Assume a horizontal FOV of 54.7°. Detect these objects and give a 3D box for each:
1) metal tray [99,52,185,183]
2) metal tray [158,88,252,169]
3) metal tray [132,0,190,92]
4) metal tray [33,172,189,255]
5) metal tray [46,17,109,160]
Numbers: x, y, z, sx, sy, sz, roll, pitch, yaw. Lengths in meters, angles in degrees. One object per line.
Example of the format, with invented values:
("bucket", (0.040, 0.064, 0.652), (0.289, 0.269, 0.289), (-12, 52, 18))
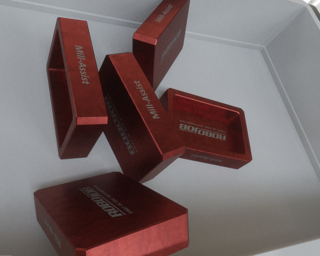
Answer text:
("metal tray", (-0.033, -0.008, 0.352), (0.030, 0.090, 0.130), (-18, 71, -35))
("metal tray", (0.063, 0.002, 0.436), (0.131, 0.030, 0.090), (13, 56, -21))
("metal tray", (0.003, -0.121, 0.437), (0.030, 0.089, 0.130), (20, 51, 11))
("metal tray", (-0.048, 0.077, 0.271), (0.091, 0.130, 0.030), (-10, 103, -33))
("metal tray", (-0.095, -0.042, 0.338), (0.030, 0.090, 0.130), (-2, 63, -30))
